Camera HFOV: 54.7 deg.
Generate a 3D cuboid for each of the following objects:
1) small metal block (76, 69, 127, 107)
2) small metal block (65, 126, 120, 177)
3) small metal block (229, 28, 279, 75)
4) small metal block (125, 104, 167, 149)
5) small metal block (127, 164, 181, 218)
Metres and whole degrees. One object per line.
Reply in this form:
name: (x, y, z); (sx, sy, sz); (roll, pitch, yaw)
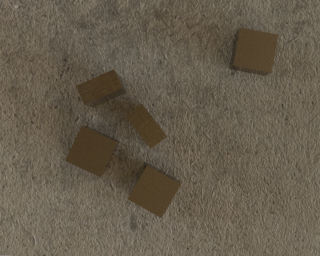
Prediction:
small metal block: (-0.073, -0.049, 0.397); (0.050, 0.050, 0.025); (-24, 90, 0)
small metal block: (-0.088, 0.030, 0.409); (0.050, 0.025, 0.050); (25, 90, 0)
small metal block: (0.123, -0.100, 0.411); (0.050, 0.025, 0.050); (10, 90, 0)
small metal block: (-0.016, -0.002, 0.397); (0.025, 0.050, 0.050); (-37, 90, 0)
small metal block: (-0.007, 0.082, 0.410); (0.050, 0.025, 0.050); (30, 90, 0)
